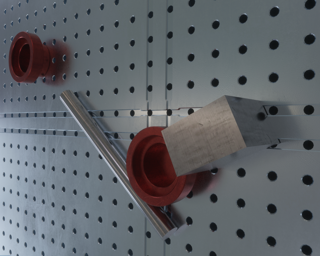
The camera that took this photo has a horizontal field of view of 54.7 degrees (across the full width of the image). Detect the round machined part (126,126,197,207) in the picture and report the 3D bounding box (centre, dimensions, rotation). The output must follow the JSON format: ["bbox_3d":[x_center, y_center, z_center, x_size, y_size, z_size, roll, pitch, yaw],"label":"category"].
[{"bbox_3d":[0.006,0.046,0.393,0.098,0.042,0.097,0,90,40],"label":"round machined part"}]

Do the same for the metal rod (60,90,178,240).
[{"bbox_3d":[-0.076,0.040,0.471,0.300,0.025,0.025,48,118,29],"label":"metal rod"}]

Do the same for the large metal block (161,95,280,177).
[{"bbox_3d":[0.063,0.009,0.322,0.080,0.081,0.050,-30,71,36],"label":"large metal block"}]

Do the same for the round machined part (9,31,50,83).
[{"bbox_3d":[-0.253,-0.136,0.608,0.098,0.042,0.097,0,90,40],"label":"round machined part"}]
